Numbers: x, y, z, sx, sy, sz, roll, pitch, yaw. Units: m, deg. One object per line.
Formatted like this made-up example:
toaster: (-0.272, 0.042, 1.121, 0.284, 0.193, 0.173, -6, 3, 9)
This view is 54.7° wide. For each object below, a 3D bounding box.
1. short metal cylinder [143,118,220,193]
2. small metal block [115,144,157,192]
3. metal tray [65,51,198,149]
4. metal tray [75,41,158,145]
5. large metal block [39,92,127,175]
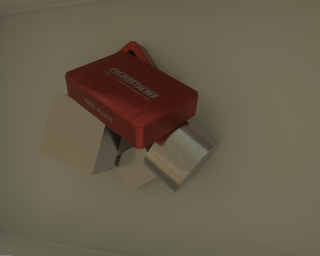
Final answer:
short metal cylinder: (0.026, 0.031, 0.370, 0.050, 0.080, 0.080, 41, 103, 15)
small metal block: (-0.028, 0.051, 0.418, 0.050, 0.025, 0.050, -30, 80, 17)
metal tray: (-0.034, -0.039, 0.354, 0.130, 0.091, 0.030, 35, 140, 31)
metal tray: (-0.057, -0.043, 0.425, 0.130, 0.030, 0.090, -35, 79, 16)
large metal block: (-0.096, 0.005, 0.394, 0.080, 0.050, 0.080, 17, 96, 18)
